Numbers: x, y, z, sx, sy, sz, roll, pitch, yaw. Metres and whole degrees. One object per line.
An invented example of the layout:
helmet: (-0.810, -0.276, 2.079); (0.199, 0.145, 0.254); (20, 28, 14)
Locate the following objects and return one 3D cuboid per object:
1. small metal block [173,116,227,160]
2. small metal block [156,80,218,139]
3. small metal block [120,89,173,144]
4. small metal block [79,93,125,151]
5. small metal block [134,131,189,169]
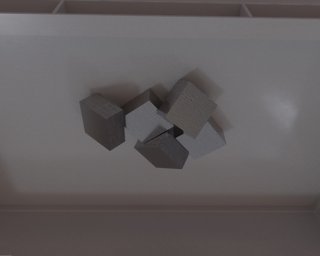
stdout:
small metal block: (0.053, 0.010, 0.416); (0.050, 0.025, 0.050); (-29, 125, 22)
small metal block: (0.033, -0.023, 0.373); (0.050, 0.025, 0.050); (36, 86, -27)
small metal block: (-0.017, -0.014, 0.395); (0.050, 0.025, 0.050); (-30, 124, 23)
small metal block: (-0.070, -0.008, 0.381); (0.050, 0.025, 0.050); (31, 138, 31)
small metal block: (0.002, 0.031, 0.418); (0.050, 0.025, 0.050); (-4, 139, 46)
